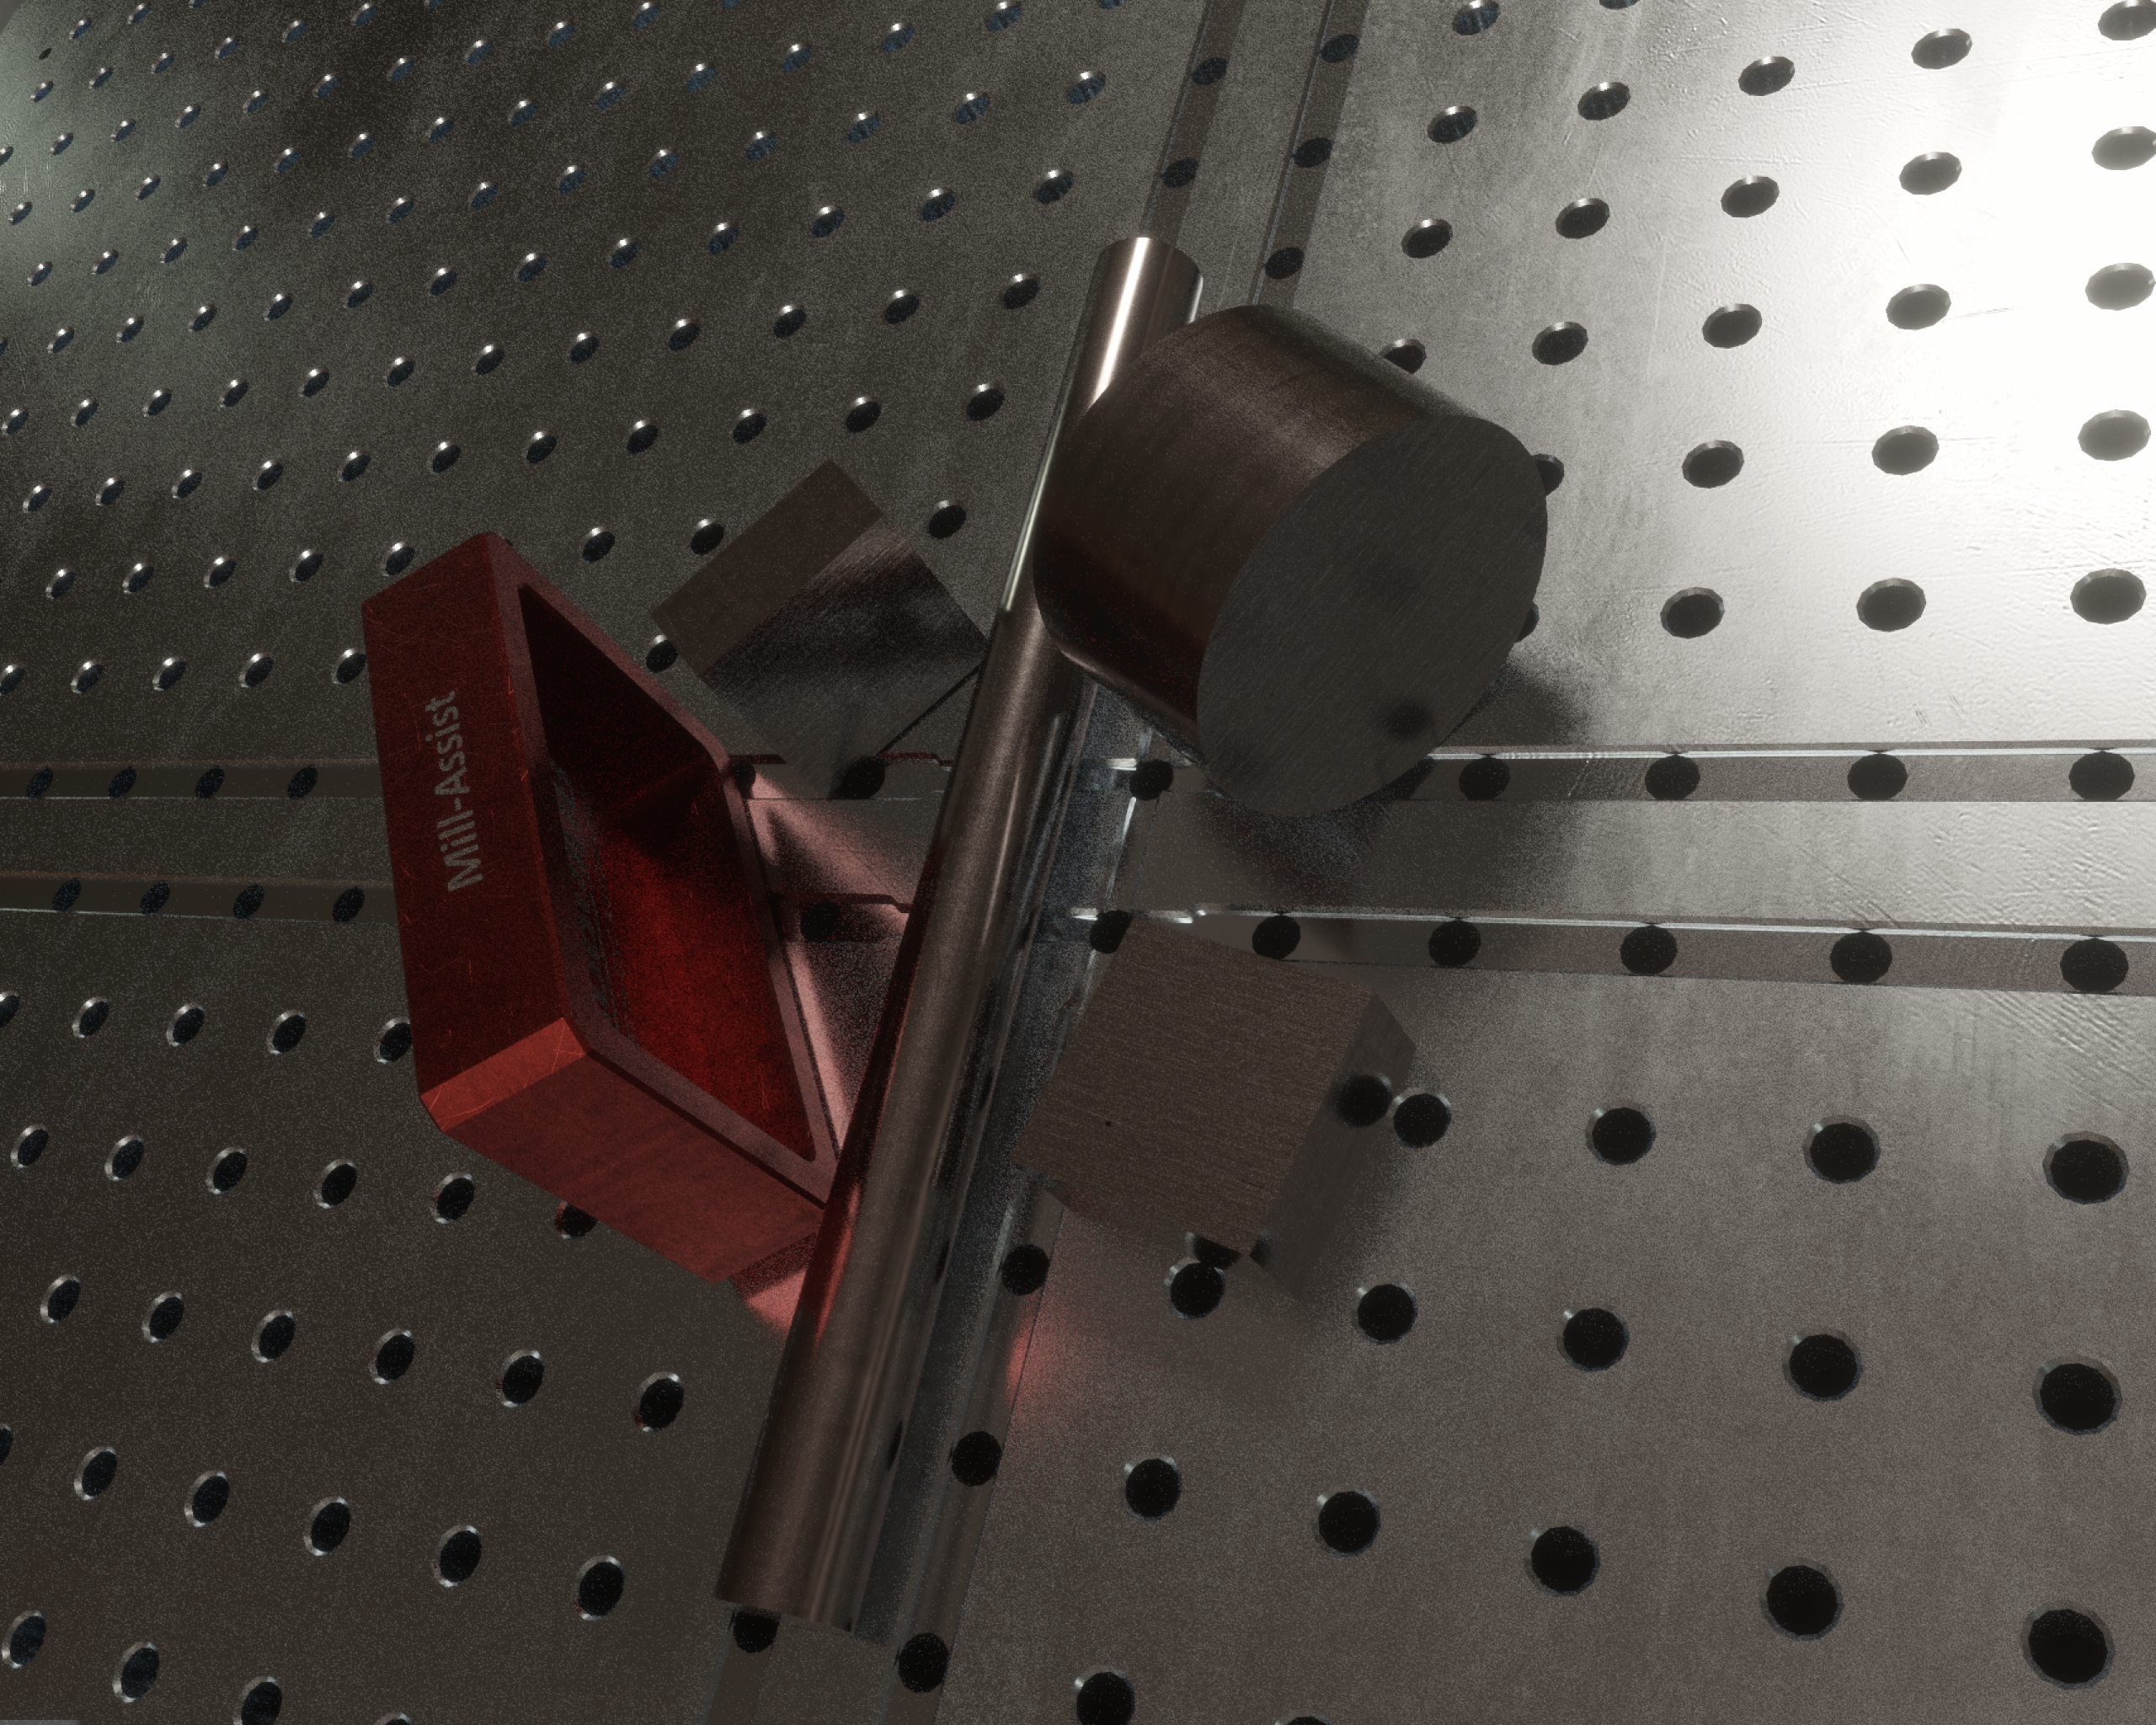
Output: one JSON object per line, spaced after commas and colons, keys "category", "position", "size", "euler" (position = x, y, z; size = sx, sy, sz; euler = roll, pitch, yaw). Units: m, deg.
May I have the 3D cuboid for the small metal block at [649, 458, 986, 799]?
{"category": "small metal block", "position": [-0.054, -0.049, 0.448], "size": [0.050, 0.050, 0.025], "euler": [-41, 51, 0]}

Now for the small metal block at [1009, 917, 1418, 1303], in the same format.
{"category": "small metal block", "position": [0.024, 0.043, 0.369], "size": [0.050, 0.025, 0.050], "euler": [16, 70, 34]}

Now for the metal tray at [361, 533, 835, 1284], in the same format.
{"category": "metal tray", "position": [-0.093, 0.008, 0.408], "size": [0.030, 0.090, 0.130], "euler": [-29, 52, 10]}

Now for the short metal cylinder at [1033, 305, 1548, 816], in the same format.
{"category": "short metal cylinder", "position": [0.039, -0.055, 0.385], "size": [0.080, 0.080, 0.050], "euler": [-44, 51, -3]}

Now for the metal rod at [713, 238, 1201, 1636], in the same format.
{"category": "metal rod", "position": [-0.017, -0.003, 0.417], "size": [0.025, 0.025, 0.300], "euler": [0, 61, 28]}
